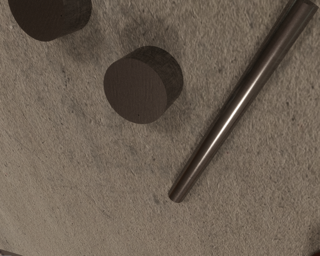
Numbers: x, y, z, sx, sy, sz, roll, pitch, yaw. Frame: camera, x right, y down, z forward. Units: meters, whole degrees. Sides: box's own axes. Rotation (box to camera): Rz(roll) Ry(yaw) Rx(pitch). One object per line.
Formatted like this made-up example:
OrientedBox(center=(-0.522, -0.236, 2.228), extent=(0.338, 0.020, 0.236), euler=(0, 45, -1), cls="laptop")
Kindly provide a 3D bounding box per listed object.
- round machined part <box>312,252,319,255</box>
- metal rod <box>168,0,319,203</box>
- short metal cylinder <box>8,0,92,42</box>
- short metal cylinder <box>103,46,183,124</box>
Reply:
OrientedBox(center=(0.235, 0.187, 0.388), extent=(0.098, 0.042, 0.097), euler=(13, 124, 20), cls="round machined part")
OrientedBox(center=(0.075, -0.006, 0.362), extent=(0.025, 0.025, 0.298), euler=(32, 128, 7), cls="metal rod")
OrientedBox(center=(-0.129, -0.148, 0.365), extent=(0.080, 0.050, 0.079), euler=(13, 124, 20), cls="short metal cylinder")
OrientedBox(center=(-0.019, -0.051, 0.368), extent=(0.080, 0.050, 0.079), euler=(13, 124, 20), cls="short metal cylinder")
